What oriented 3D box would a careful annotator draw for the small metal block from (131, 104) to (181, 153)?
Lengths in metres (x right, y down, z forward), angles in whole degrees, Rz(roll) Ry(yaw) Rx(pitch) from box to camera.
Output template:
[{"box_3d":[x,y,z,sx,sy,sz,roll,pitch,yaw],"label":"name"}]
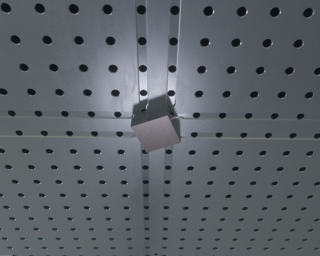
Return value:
[{"box_3d":[-0.005,0.001,0.412,0.050,0.025,0.050,-17,128,14],"label":"small metal block"}]
